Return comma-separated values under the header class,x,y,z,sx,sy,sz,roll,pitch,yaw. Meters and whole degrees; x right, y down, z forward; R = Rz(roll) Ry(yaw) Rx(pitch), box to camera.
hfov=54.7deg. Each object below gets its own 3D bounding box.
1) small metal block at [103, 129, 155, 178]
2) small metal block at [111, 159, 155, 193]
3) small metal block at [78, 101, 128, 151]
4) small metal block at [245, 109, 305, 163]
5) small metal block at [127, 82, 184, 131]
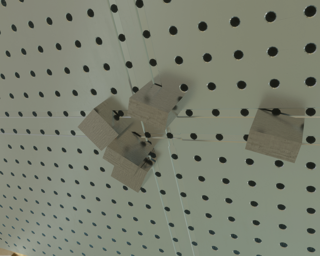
class,x,y,z,sx,sy,sz,roll,pitch,yaw
small metal block,-0.044,0.034,0.438,0.050,0.050,0.025,32,129,7
small metal block,-0.042,0.063,0.470,0.050,0.025,0.050,30,128,8
small metal block,-0.084,-0.002,0.453,0.050,0.025,0.050,46,129,-5
small metal block,0.124,0.007,0.333,0.050,0.050,0.025,16,125,18
small metal block,-0.004,-0.028,0.379,0.050,0.050,0.025,22,127,14
